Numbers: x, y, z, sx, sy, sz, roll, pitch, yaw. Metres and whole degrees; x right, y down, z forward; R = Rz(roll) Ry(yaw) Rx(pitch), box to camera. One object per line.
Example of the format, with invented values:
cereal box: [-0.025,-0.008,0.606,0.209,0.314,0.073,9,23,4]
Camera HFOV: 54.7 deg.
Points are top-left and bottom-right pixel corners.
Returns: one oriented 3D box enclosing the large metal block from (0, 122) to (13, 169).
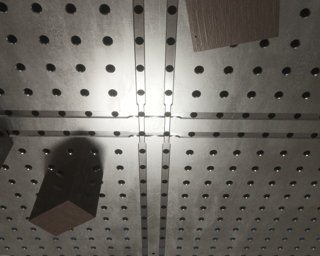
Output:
large metal block: [-0.255,0.013,0.402,0.080,0.050,0.080,-5,130,3]

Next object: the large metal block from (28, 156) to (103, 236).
large metal block: [-0.136,0.101,0.460,0.080,0.080,0.050,-29,125,22]

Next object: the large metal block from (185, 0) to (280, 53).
large metal block: [0.064,-0.125,0.290,0.080,0.050,0.080,-9,130,7]
